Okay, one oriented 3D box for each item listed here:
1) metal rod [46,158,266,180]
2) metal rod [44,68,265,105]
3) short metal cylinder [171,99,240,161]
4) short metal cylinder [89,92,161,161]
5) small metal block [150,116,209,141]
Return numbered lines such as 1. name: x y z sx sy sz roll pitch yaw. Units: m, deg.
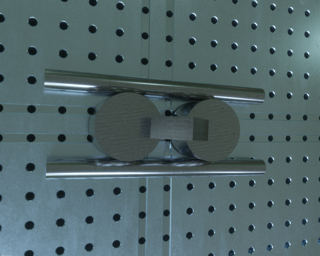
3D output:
1. metal rod: 0.009 0.053 0.413 0.302 0.025 0.025 2 89 -20
2. metal rod: 0.008 -0.052 0.412 0.302 0.025 0.025 2 90 -20
3. short metal cylinder: 0.059 0.003 0.418 0.081 0.050 0.079 0 90 -20
4. short metal cylinder: -0.043 -0.001 0.380 0.081 0.050 0.079 0 90 -20
5. small metal block: 0.024 0.001 0.355 0.050 0.050 0.025 6 86 -63
